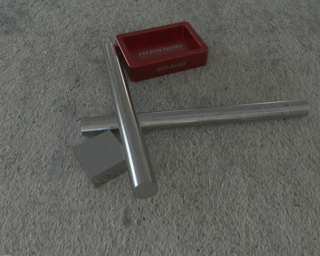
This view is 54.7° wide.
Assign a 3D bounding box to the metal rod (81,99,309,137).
[{"bbox_3d":[0.049,-0.014,0.415,0.302,0.025,0.025,-5,50,-5],"label":"metal rod"}]

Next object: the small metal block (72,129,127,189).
[{"bbox_3d":[-0.069,0.036,0.372,0.050,0.025,0.050,-28,56,-22],"label":"small metal block"}]

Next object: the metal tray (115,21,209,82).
[{"bbox_3d":[0.002,-0.128,0.506,0.131,0.030,0.090,-16,52,-13],"label":"metal tray"}]

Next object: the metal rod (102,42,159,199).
[{"bbox_3d":[-0.048,-0.036,0.402,0.025,0.025,0.300,-11,42,-9],"label":"metal rod"}]
